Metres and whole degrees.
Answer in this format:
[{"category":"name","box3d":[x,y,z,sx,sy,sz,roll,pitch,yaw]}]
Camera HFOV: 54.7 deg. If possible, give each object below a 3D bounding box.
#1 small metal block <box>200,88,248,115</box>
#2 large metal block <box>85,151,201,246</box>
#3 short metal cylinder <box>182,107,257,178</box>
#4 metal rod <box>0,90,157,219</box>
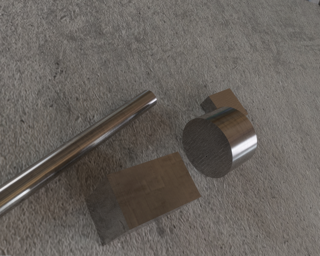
[{"category":"small metal block","box3d":[0.098,-0.028,0.474,0.050,0.025,0.050,-22,74,-36]},{"category":"large metal block","box3d":[-0.020,0.072,0.314,0.081,0.080,0.050,-15,70,-34]},{"category":"short metal cylinder","box3d":[0.075,0.018,0.398,0.050,0.080,0.080,-24,75,-36]},{"category":"metal rod","box3d":[-0.105,0.034,0.326,0.025,0.025,0.302,47,51,4]}]
